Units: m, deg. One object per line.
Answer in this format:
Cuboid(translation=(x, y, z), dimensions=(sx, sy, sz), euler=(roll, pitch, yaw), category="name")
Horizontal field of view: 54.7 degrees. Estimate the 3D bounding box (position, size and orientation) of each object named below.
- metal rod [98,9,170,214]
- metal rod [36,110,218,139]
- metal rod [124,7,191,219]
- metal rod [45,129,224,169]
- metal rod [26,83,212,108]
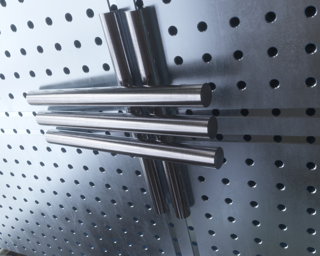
Cuboid(translation=(-0.028, -0.004, 0.422), dimensions=(0.025, 0.025, 0.298), euler=(1, 119, 27), category="metal rod")
Cuboid(translation=(-0.067, -0.008, 0.413), dimensions=(0.300, 0.025, 0.025), euler=(4, 121, 35), category="metal rod")
Cuboid(translation=(0.003, -0.001, 0.408), dimensions=(0.025, 0.025, 0.298), euler=(1, 119, 27), category="metal rod")
Cuboid(translation=(-0.057, 0.023, 0.427), dimensions=(0.300, 0.025, 0.025), euler=(5, 121, 35), category="metal rod")
Cuboid(translation=(-0.076, -0.040, 0.398), dimensions=(0.300, 0.025, 0.025), euler=(3, 120, 35), category="metal rod")
